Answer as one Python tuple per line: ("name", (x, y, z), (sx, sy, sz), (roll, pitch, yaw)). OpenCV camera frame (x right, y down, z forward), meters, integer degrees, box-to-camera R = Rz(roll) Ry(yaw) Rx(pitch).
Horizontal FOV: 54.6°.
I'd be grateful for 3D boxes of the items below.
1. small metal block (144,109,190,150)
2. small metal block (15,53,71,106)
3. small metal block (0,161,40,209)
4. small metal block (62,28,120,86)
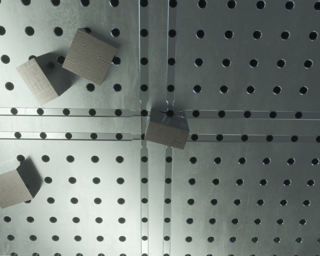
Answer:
("small metal block", (0.008, 0.001, 0.400), (0.050, 0.050, 0.025), (15, 110, -6))
("small metal block", (-0.140, -0.060, 0.377), (0.025, 0.050, 0.050), (-26, 108, 9))
("small metal block", (-0.210, 0.081, 0.442), (0.050, 0.025, 0.050), (-19, 109, 6))
("small metal block", (-0.084, -0.087, 0.380), (0.050, 0.025, 0.050), (26, 108, -9))
